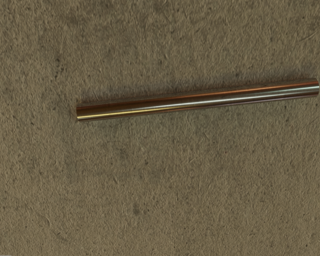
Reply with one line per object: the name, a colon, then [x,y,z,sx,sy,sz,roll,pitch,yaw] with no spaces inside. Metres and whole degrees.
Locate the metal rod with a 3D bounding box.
metal rod: [0.045,-0.035,0.396,0.301,0.025,0.025,-6,110,2]
